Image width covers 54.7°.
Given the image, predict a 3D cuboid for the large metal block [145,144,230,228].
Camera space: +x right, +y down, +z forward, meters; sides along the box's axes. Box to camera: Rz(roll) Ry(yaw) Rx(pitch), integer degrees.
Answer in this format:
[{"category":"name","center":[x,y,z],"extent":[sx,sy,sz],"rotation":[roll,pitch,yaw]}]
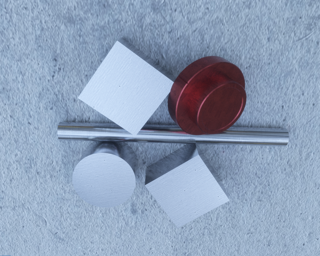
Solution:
[{"category":"large metal block","center":[0.036,0.076,0.426],"extent":[0.080,0.050,0.080],"rotation":[-31,108,10]}]

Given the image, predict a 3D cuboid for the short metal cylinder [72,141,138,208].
[{"category":"short metal cylinder","center":[-0.071,0.059,0.418],"extent":[0.081,0.050,0.079],"rotation":[0,110,-1]}]

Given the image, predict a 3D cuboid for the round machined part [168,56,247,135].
[{"category":"round machined part","center":[0.062,-0.031,0.366],"extent":[0.099,0.042,0.097],"rotation":[-17,130,-22]}]

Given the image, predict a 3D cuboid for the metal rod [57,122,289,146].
[{"category":"metal rod","center":[0.018,0.008,0.415],"extent":[0.302,0.025,0.025],"rotation":[2,110,-1]}]

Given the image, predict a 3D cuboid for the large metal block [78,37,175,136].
[{"category":"large metal block","center":[-0.038,-0.051,0.376],"extent":[0.080,0.050,0.080],"rotation":[35,106,-12]}]
